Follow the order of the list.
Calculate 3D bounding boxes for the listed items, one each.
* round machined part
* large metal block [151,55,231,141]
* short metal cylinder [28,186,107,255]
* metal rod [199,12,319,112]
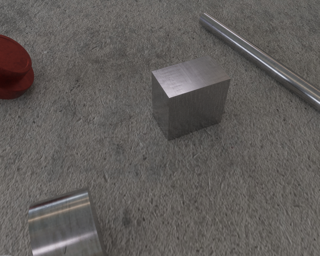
[{"bbox_3d":[-0.221,-0.091,0.431,0.098,0.042,0.098,37,33,-28],"label":"round machined part"},{"bbox_3d":[0.037,-0.038,0.400,0.081,0.080,0.050,-19,53,-15],"label":"large metal block"},{"bbox_3d":[-0.081,0.100,0.283,0.050,0.080,0.080,-15,52,-13],"label":"short metal cylinder"},{"bbox_3d":[0.166,-0.107,0.494,0.025,0.025,0.300,-27,55,-21],"label":"metal rod"}]
